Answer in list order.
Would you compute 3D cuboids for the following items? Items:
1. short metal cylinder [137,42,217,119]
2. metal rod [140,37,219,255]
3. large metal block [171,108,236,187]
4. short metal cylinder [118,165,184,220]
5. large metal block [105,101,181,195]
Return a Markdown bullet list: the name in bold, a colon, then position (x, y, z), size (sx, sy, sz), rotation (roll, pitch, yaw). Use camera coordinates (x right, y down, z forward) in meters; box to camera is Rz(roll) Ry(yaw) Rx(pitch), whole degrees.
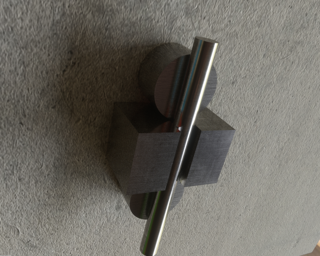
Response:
- **short metal cylinder**: position (0.020, -0.056, 0.368), size (0.081, 0.050, 0.079), rotation (-14, 124, -21)
- **metal rod**: position (0.016, 0.041, 0.377), size (0.025, 0.025, 0.298), rotation (-1, 119, -28)
- **large metal block**: position (0.044, 0.019, 0.408), size (0.050, 0.080, 0.079), rotation (-1, 119, -28)
- **short metal cylinder**: position (-0.013, 0.081, 0.436), size (0.081, 0.050, 0.079), rotation (-14, 124, -21)
- **large metal block**: position (-0.024, 0.021, 0.372), size (0.050, 0.080, 0.079), rotation (-1, 119, -28)
